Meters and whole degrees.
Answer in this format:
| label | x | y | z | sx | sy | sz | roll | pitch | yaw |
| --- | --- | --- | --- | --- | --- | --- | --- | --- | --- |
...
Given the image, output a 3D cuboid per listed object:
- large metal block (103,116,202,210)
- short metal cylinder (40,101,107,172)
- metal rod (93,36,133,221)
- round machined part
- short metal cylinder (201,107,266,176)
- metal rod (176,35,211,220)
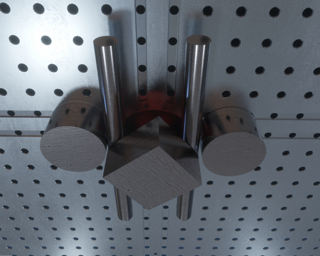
| label | x | y | z | sx | sy | sz | roll | pitch | yaw |
| --- | --- | --- | --- | --- | --- | --- | --- | --- | --- |
| large metal block | -0.008 | 0.045 | 0.371 | 0.080 | 0.050 | 0.080 | -31 | 124 | 23 |
| short metal cylinder | -0.108 | 0.012 | 0.404 | 0.081 | 0.050 | 0.079 | 0 | 130 | 0 |
| metal rod | -0.055 | 0.027 | 0.406 | 0.025 | 0.025 | 0.298 | 0 | 130 | 0 |
| round machined part | -0.008 | 0.014 | 0.413 | 0.099 | 0.042 | 0.097 | 0 | 130 | 0 |
| short metal cylinder | 0.094 | 0.019 | 0.411 | 0.081 | 0.050 | 0.079 | 0 | 130 | 0 |
| metal rod | 0.039 | 0.025 | 0.406 | 0.025 | 0.025 | 0.298 | 0 | 130 | 0 |
